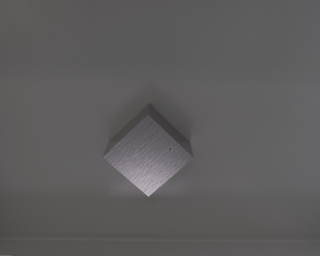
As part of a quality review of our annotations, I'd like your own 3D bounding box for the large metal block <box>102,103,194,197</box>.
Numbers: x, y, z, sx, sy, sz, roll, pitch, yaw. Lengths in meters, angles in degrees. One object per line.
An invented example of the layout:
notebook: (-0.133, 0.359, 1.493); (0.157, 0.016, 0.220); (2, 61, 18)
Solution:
large metal block: (-0.015, 0.028, 0.408); (0.080, 0.050, 0.080); (-43, 105, 14)
